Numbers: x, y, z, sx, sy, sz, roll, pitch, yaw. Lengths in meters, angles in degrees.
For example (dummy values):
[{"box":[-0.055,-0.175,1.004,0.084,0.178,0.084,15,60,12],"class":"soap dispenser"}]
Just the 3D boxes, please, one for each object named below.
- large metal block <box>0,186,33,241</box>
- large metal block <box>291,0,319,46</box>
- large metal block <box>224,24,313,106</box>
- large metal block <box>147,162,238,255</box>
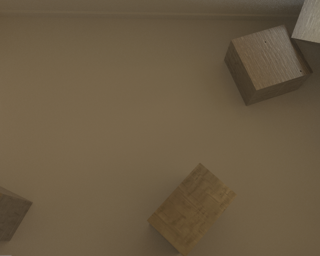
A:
[{"box":[-0.206,0.085,0.347,0.080,0.080,0.050,23,72,8],"class":"large metal block"},{"box":[0.227,-0.141,0.387,0.050,0.079,0.080,2,21,-36],"class":"large metal block"},{"box":[0.146,-0.086,0.430,0.081,0.050,0.080,-18,71,-7],"class":"large metal block"},{"box":[0.033,0.093,0.347,0.050,0.080,0.080,41,75,13],"class":"large metal block"}]
